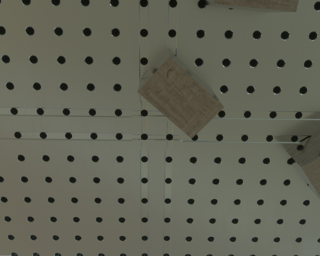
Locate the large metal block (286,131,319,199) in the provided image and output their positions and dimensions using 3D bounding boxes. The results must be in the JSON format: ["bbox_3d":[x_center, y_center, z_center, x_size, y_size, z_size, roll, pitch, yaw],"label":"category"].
[{"bbox_3d":[0.235,0.050,0.420,0.080,0.050,0.080,-34,107,12],"label":"large metal block"}]

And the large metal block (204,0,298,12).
[{"bbox_3d":[0.094,-0.153,0.328,0.080,0.080,0.050,5,110,-2],"label":"large metal block"}]

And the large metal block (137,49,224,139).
[{"bbox_3d":[0.023,-0.044,0.368,0.080,0.080,0.050,40,105,-14],"label":"large metal block"}]
